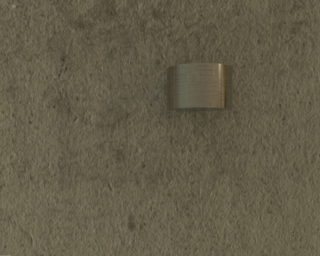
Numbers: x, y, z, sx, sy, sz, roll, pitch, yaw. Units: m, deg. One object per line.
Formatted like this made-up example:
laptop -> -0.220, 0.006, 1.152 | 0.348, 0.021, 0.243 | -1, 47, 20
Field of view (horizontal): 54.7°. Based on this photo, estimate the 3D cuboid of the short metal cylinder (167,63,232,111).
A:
short metal cylinder -> 0.048, -0.048, 0.383 | 0.081, 0.080, 0.050 | 0, 90, -1
